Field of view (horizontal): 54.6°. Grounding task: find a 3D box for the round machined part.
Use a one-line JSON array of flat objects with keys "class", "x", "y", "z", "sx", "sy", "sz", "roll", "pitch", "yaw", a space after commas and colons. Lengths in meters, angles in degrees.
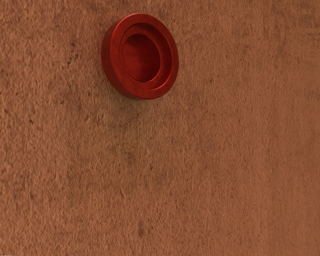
[{"class": "round machined part", "x": -0.027, "y": -0.082, "z": 0.370, "sx": 0.099, "sy": 0.042, "sz": 0.097, "roll": 0, "pitch": 90, "yaw": -40}]
